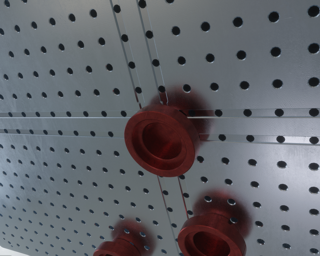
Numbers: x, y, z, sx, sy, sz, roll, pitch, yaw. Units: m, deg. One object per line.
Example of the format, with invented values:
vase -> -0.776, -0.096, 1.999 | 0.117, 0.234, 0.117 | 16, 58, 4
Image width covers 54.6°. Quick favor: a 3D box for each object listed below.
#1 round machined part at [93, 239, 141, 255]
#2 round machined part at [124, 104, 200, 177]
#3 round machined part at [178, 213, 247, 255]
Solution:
round machined part -> -0.076, 0.254, 0.598 | 0.098, 0.042, 0.097 | 13, 124, 21
round machined part -> 0.006, 0.013, 0.405 | 0.098, 0.042, 0.097 | 13, 124, 21
round machined part -> 0.080, 0.167, 0.462 | 0.098, 0.042, 0.097 | 13, 124, 21
